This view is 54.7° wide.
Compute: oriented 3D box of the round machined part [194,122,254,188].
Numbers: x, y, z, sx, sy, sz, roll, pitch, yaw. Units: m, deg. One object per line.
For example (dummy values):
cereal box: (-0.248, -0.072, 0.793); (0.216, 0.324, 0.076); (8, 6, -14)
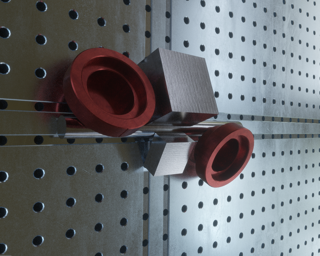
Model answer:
round machined part: (0.089, 0.036, 0.457); (0.099, 0.042, 0.097); (-21, 127, -29)

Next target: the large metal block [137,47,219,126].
large metal block: (0.021, -0.048, 0.396); (0.081, 0.050, 0.080); (1, 71, -40)

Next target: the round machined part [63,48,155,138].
round machined part: (-0.057, -0.034, 0.334); (0.099, 0.042, 0.098); (21, 52, -29)

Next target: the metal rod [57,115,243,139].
metal rod: (0.013, 0.000, 0.421); (0.302, 0.025, 0.025); (0, 90, -40)

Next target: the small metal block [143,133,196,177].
small metal block: (0.012, 0.034, 0.407); (0.050, 0.025, 0.050); (1, 118, -40)
